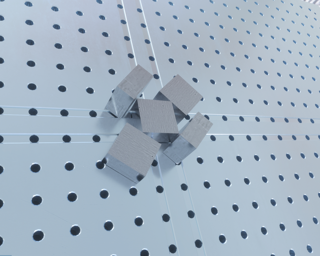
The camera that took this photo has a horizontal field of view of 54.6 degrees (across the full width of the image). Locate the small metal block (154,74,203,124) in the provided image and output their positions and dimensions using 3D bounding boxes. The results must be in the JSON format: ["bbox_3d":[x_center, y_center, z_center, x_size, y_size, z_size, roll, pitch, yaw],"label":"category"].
[{"bbox_3d":[0.026,-0.042,0.447,0.050,0.025,0.050,43,51,1],"label":"small metal block"}]

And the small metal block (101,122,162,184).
[{"bbox_3d":[-0.033,0.030,0.371,0.050,0.025,0.050,33,51,-7],"label":"small metal block"}]

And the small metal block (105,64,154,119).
[{"bbox_3d":[-0.040,-0.046,0.398,0.025,0.050,0.050,38,52,-4],"label":"small metal block"}]

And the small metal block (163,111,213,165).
[{"bbox_3d":[0.036,0.013,0.402,0.025,0.050,0.050,41,51,0],"label":"small metal block"}]

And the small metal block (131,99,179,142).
[{"bbox_3d":[-0.007,-0.009,0.409,0.050,0.025,0.050,3,59,-25],"label":"small metal block"}]
